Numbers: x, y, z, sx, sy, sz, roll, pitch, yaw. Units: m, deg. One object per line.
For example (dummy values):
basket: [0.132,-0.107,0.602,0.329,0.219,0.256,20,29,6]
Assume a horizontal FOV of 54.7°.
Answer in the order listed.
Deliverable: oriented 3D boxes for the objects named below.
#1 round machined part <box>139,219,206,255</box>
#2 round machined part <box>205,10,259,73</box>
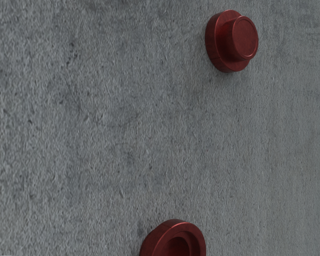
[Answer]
round machined part: [0.012,0.168,0.404,0.099,0.042,0.097,0,90,-40]
round machined part: [0.120,-0.139,0.494,0.099,0.042,0.097,0,90,-40]
